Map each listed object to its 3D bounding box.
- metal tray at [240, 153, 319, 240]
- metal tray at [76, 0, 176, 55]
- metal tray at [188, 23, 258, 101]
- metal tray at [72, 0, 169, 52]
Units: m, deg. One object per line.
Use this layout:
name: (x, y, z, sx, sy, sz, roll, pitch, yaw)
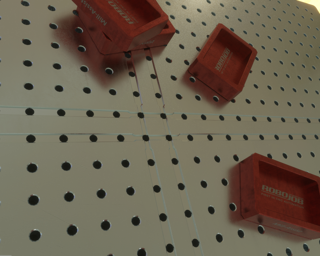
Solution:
metal tray: (0.178, 0.098, 0.443, 0.131, 0.030, 0.090, 20, 54, -17)
metal tray: (-0.050, -0.166, 0.480, 0.131, 0.030, 0.090, -20, 73, -36)
metal tray: (0.113, -0.118, 0.540, 0.090, 0.030, 0.130, 35, 51, -5)
metal tray: (-0.062, -0.178, 0.441, 0.130, 0.030, 0.091, 46, 51, 3)
